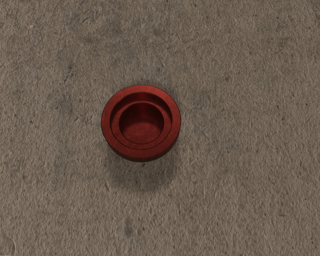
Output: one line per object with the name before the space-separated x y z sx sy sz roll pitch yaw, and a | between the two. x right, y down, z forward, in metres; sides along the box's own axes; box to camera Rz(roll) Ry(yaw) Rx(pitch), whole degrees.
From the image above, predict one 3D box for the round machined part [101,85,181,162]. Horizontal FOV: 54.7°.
round machined part | -0.023 -0.003 0.400 0.099 0.042 0.098 0 70 -1
